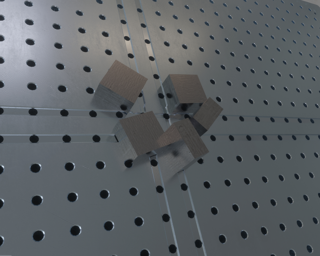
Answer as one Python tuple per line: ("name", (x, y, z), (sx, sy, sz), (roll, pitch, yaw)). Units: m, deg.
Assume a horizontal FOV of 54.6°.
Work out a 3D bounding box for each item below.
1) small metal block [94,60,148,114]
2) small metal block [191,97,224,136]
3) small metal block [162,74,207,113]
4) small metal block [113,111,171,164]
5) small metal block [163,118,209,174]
("small metal block", (-0.051, -0.056, 0.414), (0.050, 0.025, 0.050), (30, 52, -9))
("small metal block", (0.054, -0.008, 0.425), (0.025, 0.050, 0.050), (42, 51, 0))
("small metal block", (0.037, -0.052, 0.459), (0.050, 0.025, 0.050), (-4, 64, -30))
("small metal block", (-0.023, 0.011, 0.389), (0.050, 0.025, 0.050), (-18, 71, -35))
("small metal block", (0.027, 0.023, 0.392), (0.025, 0.050, 0.050), (-20, 72, -36))
